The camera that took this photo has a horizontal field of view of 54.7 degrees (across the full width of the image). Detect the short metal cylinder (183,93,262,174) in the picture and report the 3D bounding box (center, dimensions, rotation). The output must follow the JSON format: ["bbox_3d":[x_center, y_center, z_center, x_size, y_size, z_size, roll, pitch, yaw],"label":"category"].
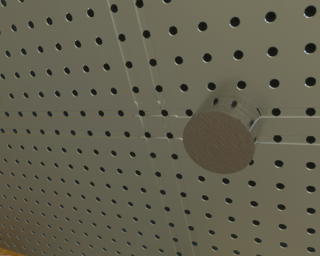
[{"bbox_3d":[0.073,0.006,0.360,0.080,0.050,0.079,13,124,20],"label":"short metal cylinder"}]
